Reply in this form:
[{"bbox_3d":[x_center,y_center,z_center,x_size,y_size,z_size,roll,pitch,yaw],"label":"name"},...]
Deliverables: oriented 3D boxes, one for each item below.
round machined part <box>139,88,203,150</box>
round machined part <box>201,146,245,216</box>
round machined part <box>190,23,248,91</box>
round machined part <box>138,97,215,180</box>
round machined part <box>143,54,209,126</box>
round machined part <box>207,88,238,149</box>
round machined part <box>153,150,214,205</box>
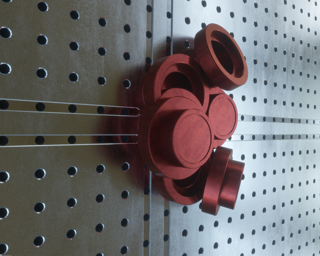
[{"bbox_3d":[0.012,-0.002,0.406,0.099,0.042,0.097,0,90,-40],"label":"round machined part"},{"bbox_3d":[0.093,0.078,0.443,0.098,0.042,0.098,13,91,-73],"label":"round machined part"},{"bbox_3d":[0.082,-0.097,0.450,0.098,0.042,0.098,24,53,-36],"label":"round machined part"},{"bbox_3d":[0.026,0.012,0.364,0.099,0.042,0.097,0,90,-40],"label":"round machined part"},{"bbox_3d":[0.017,-0.046,0.411,0.099,0.042,0.097,0,90,-40],"label":"round machined part"},{"bbox_3d":[0.079,-0.016,0.463,0.099,0.042,0.097,0,90,-40],"label":"round machined part"},{"bbox_3d":[0.028,0.052,0.420,0.099,0.042,0.097,0,90,-40],"label":"round machined part"}]
